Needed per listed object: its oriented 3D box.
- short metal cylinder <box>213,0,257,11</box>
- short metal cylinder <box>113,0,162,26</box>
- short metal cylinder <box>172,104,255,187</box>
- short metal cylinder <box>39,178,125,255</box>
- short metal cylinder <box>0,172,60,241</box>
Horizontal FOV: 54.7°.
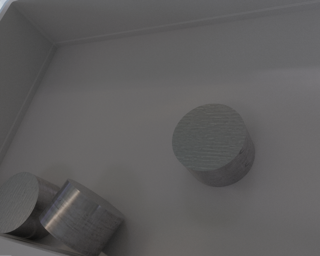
[{"bbox_3d":[0.114,-0.227,0.472,0.080,0.050,0.080,-13,56,21],"label":"short metal cylinder"},{"bbox_3d":[-0.037,-0.223,0.530,0.080,0.080,0.050,-11,57,22],"label":"short metal cylinder"},{"bbox_3d":[0.060,0.020,0.346,0.080,0.050,0.080,-13,56,21],"label":"short metal cylinder"},{"bbox_3d":[-0.088,0.101,0.354,0.080,0.080,0.050,27,77,37],"label":"short metal cylinder"},{"bbox_3d":[-0.178,0.106,0.418,0.080,0.050,0.080,-13,56,21],"label":"short metal cylinder"}]
